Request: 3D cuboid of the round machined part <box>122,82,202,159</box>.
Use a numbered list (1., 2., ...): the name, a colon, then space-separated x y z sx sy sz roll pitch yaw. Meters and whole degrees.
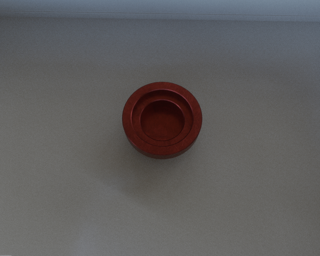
1. round machined part: 0.003 -0.007 0.399 0.099 0.042 0.098 0 70 -1
